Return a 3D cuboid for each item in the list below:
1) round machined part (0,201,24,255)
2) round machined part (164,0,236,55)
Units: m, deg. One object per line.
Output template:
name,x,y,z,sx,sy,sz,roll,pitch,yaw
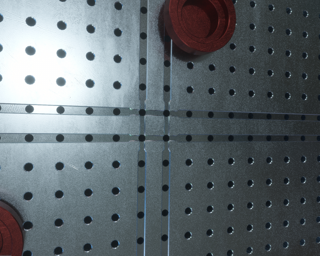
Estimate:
round machined part,-0.198,0.122,0.331,0.099,0.042,0.097,0,90,-21
round machined part,0.051,-0.148,0.423,0.099,0.042,0.097,0,90,-21
